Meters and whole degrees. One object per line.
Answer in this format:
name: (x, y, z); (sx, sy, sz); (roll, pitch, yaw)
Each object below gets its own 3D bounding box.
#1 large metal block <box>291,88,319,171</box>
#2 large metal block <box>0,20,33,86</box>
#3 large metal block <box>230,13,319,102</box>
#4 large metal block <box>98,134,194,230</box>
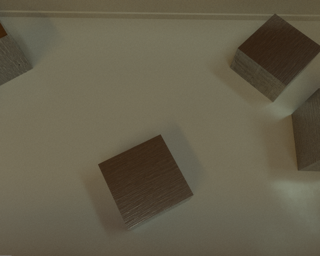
large metal block: (0.206, 0.006, 0.380); (0.050, 0.080, 0.080); (2, 70, 1)
large metal block: (-0.233, -0.099, 0.415); (0.080, 0.080, 0.050); (-32, 73, -11)
large metal block: (0.160, -0.097, 0.433); (0.080, 0.050, 0.080); (43, 75, 14)
large metal block: (-0.017, 0.066, 0.372); (0.080, 0.050, 0.080); (-26, 72, -9)
